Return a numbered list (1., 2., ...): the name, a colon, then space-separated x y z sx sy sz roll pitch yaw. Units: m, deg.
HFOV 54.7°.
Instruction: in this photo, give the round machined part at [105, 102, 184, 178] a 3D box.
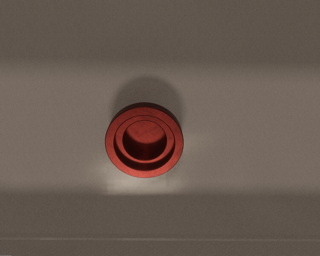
1. round machined part: -0.020 0.013 0.407 0.099 0.042 0.097 0 110 -1
